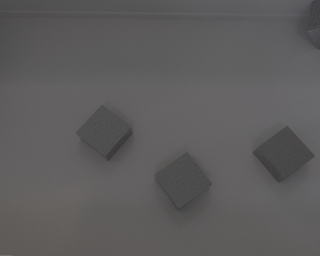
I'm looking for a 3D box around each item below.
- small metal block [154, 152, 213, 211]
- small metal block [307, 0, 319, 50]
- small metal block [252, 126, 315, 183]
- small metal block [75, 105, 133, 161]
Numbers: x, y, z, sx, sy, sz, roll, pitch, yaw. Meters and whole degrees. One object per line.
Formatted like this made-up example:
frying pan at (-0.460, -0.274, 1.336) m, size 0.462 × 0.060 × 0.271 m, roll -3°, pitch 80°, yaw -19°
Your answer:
small metal block at (0.028, 0.066, 0.385) m, size 0.050 × 0.025 × 0.050 m, roll -34°, pitch 74°, yaw -12°
small metal block at (0.239, -0.151, 0.449) m, size 0.025 × 0.050 × 0.050 m, roll -1°, pitch 68°, yaw 46°
small metal block at (0.158, 0.034, 0.398) m, size 0.050 × 0.025 × 0.050 m, roll -34°, pitch 74°, yaw -12°
small metal block at (-0.072, 0.006, 0.407) m, size 0.050 × 0.025 × 0.050 m, roll 37°, pitch 74°, yaw 12°
